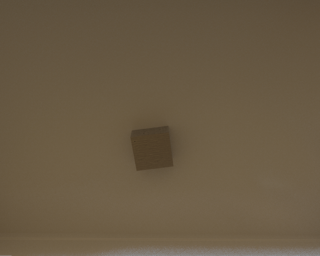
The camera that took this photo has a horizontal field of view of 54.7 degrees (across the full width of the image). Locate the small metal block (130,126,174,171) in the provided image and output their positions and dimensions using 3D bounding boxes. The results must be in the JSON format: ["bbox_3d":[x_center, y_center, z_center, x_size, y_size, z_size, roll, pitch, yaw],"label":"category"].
[{"bbox_3d":[-0.010,0.028,0.421,0.050,0.025,0.050,-8,110,2],"label":"small metal block"}]
